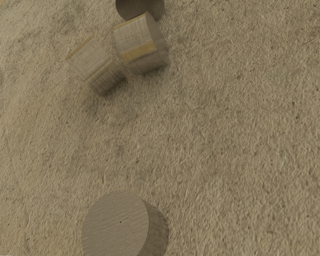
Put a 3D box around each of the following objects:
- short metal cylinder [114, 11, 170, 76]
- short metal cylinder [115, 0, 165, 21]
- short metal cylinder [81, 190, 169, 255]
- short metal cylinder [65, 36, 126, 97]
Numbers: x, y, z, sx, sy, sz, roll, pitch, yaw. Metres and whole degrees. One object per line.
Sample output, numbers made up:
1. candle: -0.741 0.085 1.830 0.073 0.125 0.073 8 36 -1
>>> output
1. short metal cylinder: -0.026 -0.124 0.458 0.050 0.080 0.080 -20 54 17
2. short metal cylinder: -0.032 -0.222 0.522 0.080 0.080 0.050 -13 57 21
3. short metal cylinder: -0.037 0.114 0.337 0.080 0.050 0.080 -13 56 21
4. short metal cylinder: -0.098 -0.094 0.478 0.050 0.080 0.080 -41 51 0
